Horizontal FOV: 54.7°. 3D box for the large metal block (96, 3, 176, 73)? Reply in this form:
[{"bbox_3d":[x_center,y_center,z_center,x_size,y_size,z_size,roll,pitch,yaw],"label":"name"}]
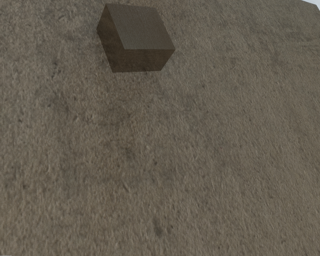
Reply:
[{"bbox_3d":[-0.036,-0.129,0.448,0.081,0.050,0.080,-9,66,-32],"label":"large metal block"}]
